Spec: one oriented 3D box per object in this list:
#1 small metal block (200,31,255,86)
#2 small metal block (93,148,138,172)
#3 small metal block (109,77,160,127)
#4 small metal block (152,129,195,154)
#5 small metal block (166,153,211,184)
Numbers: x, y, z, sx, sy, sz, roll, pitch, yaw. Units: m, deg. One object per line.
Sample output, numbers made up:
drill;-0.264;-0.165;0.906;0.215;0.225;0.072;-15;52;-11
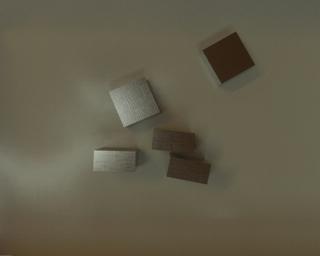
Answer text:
small metal block;0.089;-0.091;0.413;0.050;0.025;0.050;-30;90;-1
small metal block;-0.055;0.040;0.398;0.050;0.050;0.025;2;90;-1
small metal block;-0.033;-0.034;0.411;0.050;0.025;0.050;-23;90;-1
small metal block;0.016;0.016;0.399;0.050;0.050;0.025;6;90;-1
small metal block;0.035;0.051;0.399;0.050;0.050;0.025;11;90;-1
